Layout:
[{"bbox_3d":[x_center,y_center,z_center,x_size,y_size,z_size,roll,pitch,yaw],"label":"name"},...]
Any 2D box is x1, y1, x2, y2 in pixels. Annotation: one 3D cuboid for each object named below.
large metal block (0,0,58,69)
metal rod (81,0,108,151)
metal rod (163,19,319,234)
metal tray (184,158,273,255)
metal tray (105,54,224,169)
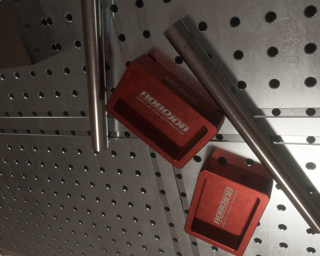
[{"bbox_3d":[-0.198,-0.128,0.418,0.080,0.050,0.080,0,119,27],"label":"large metal block"},{"bbox_3d":[-0.083,-0.096,0.393,0.025,0.025,0.298,17,125,18],"label":"metal rod"},{"bbox_3d":[0.106,0.005,0.357,0.025,0.025,0.300,-32,101,38],"label":"metal rod"},{"bbox_3d":[0.090,0.112,0.428,0.090,0.030,0.129,20,126,15],"label":"metal tray"},{"bbox_3d":[0.003,-0.018,0.393,0.130,0.030,0.089,39,129,1],"label":"metal tray"}]
